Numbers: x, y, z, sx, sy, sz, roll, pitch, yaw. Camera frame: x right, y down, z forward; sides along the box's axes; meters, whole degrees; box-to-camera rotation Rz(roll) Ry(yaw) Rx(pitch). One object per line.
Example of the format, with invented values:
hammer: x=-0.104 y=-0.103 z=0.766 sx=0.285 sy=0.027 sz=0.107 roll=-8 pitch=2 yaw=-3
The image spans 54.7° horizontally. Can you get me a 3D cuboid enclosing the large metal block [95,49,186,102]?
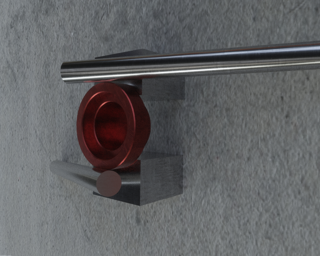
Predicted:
large metal block: x=-0.024 y=-0.061 z=0.388 sx=0.080 sy=0.081 sz=0.050 roll=2 pitch=91 yaw=39

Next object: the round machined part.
round machined part: x=-0.049 y=-0.002 z=0.357 sx=0.098 sy=0.042 sz=0.097 roll=0 pitch=90 yaw=39

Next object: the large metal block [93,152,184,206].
large metal block: x=-0.026 y=0.058 z=0.390 sx=0.080 sy=0.081 sz=0.050 roll=2 pitch=91 yaw=39

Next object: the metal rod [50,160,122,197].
metal rod: x=-0.118 y=0.062 z=0.429 sx=0.299 sy=0.025 sz=0.025 roll=-7 pitch=85 yaw=62

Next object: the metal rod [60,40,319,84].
metal rod: x=0.040 y=-0.063 z=0.302 sx=0.301 sy=0.025 sz=0.025 roll=0 pitch=90 yaw=17
